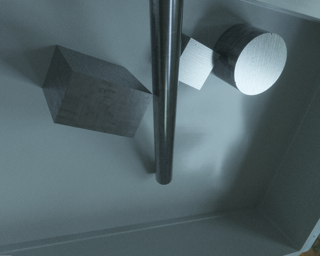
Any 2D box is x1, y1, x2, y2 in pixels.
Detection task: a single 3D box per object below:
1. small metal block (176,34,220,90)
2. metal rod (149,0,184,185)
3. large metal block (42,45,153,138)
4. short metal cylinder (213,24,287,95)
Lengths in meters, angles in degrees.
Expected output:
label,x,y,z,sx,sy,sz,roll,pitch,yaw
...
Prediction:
label,x,y,z,sx,sy,sz,roll,pitch,yaw
small metal block,0.037,-0.081,0.381,0.050,0.025,0.050,18,109,-36
metal rod,0.005,-0.012,0.339,0.025,0.025,0.298,-23,148,-15
large metal block,-0.066,-0.037,0.315,0.081,0.080,0.050,13,112,-34
short metal cylinder,0.115,-0.089,0.402,0.081,0.050,0.079,-14,125,-21
